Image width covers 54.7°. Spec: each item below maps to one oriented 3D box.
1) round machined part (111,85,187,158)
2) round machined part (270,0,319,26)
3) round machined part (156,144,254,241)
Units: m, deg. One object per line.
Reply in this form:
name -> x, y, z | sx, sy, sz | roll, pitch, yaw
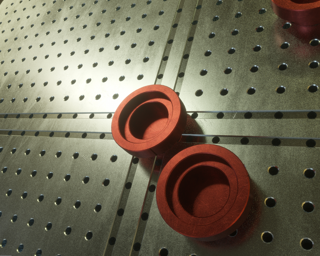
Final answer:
round machined part -> -0.011, -0.005, 0.405 | 0.098, 0.042, 0.098 | -13, 56, 20
round machined part -> 0.195, -0.172, 0.400 | 0.098, 0.042, 0.098 | -13, 56, 20
round machined part -> 0.049, 0.069, 0.328 | 0.098, 0.042, 0.098 | -13, 56, 20
